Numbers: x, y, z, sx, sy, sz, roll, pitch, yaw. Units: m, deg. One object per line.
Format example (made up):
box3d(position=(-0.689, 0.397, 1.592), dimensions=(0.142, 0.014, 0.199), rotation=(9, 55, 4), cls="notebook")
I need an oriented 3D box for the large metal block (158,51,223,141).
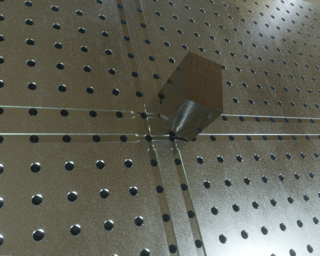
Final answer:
box3d(position=(0.040, -0.040, 0.419), dimensions=(0.050, 0.080, 0.080), rotation=(18, 55, -18), cls="large metal block")
